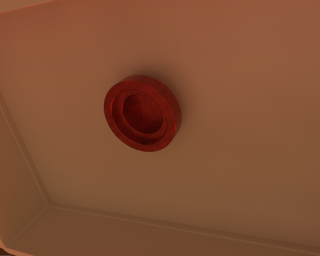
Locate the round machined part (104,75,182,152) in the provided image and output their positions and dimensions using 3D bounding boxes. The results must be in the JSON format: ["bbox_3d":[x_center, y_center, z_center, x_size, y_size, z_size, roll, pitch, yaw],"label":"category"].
[{"bbox_3d":[-0.018,-0.021,0.393,0.098,0.042,0.097,13,124,20],"label":"round machined part"}]
